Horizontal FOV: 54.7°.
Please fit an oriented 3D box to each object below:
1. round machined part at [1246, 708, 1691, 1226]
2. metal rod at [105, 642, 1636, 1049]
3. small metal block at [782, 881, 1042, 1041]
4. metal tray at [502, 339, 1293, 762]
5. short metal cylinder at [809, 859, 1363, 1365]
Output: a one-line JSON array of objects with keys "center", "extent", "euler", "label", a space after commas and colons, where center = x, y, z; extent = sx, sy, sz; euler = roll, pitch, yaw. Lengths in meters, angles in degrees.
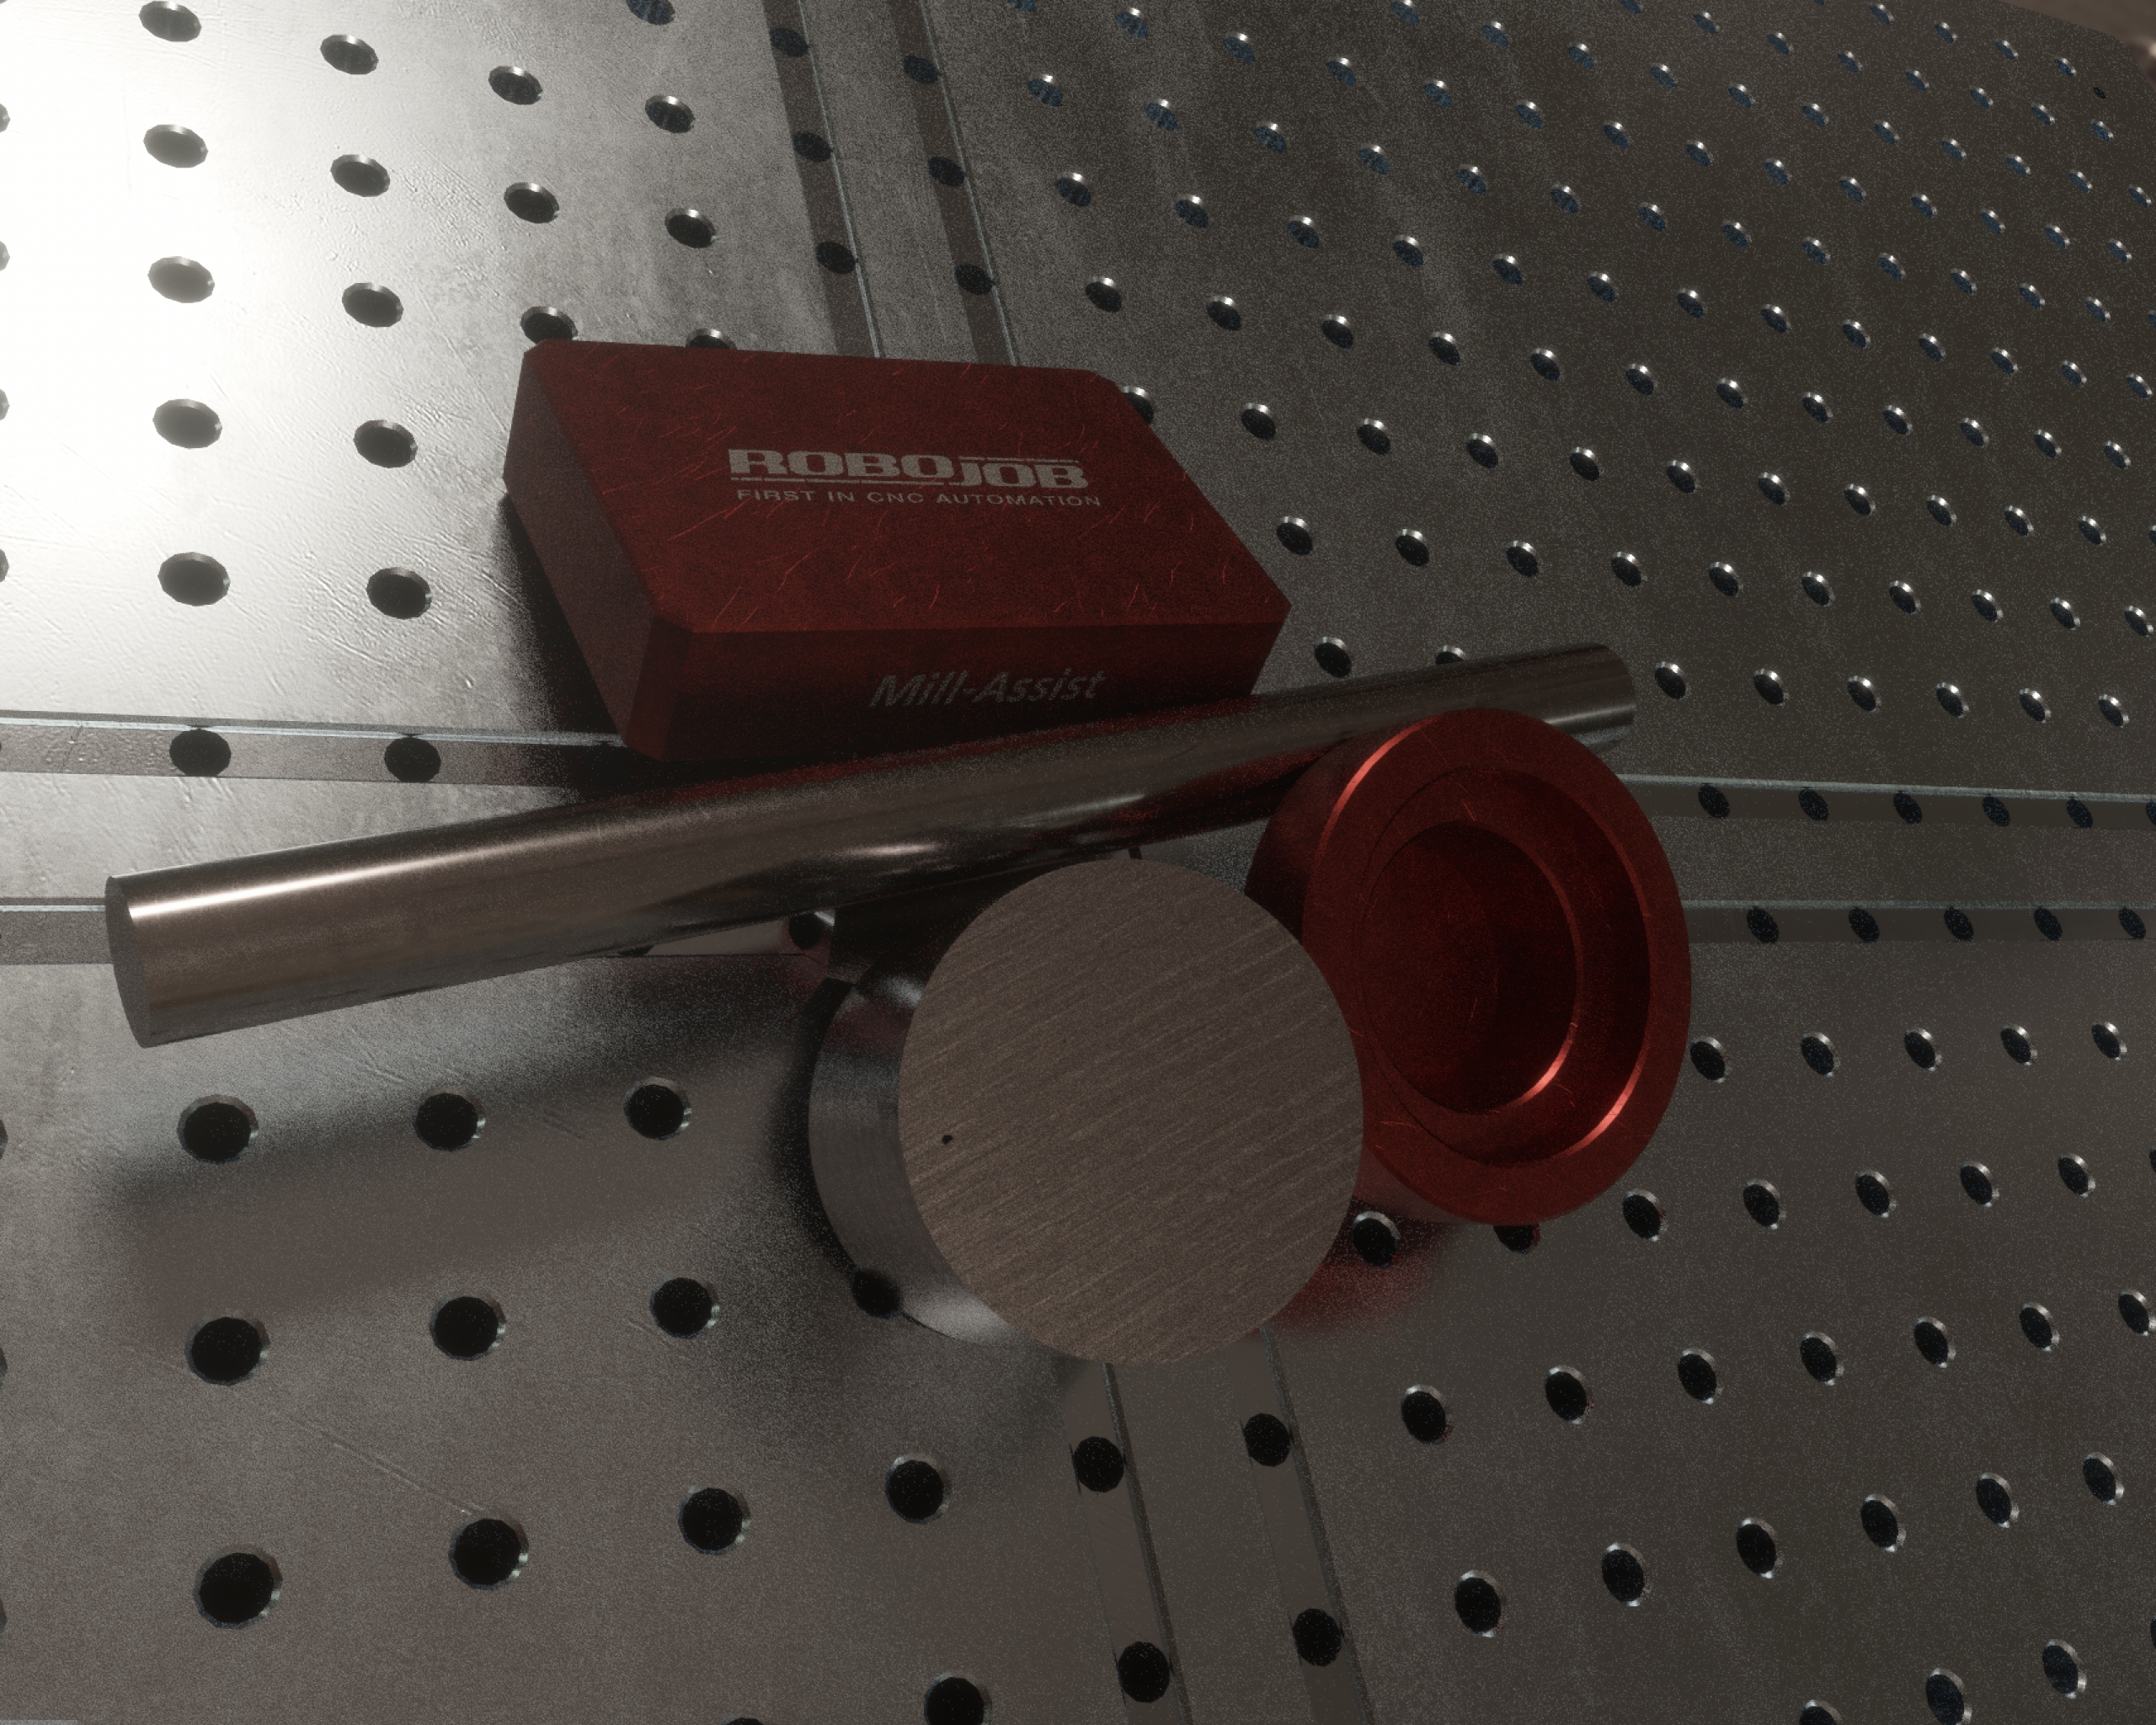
[{"center": [0.070, 0.021, 0.409], "extent": [0.099, 0.042, 0.097], "euler": [5, 81, -32], "label": "round machined part"}, {"center": [-0.010, -0.011, 0.378], "extent": [0.303, 0.025, 0.025], "euler": [-12, 68, -33], "label": "metal rod"}, {"center": [-0.025, 0.012, 0.399], "extent": [0.050, 0.025, 0.050], "euler": [17, 55, -19], "label": "small metal block"}, {"center": [-0.035, -0.063, 0.408], "extent": [0.131, 0.030, 0.090], "euler": [-5, 46, -31], "label": "metal tray"}, {"center": [0.000, 0.043, 0.352], "extent": [0.081, 0.050, 0.080], "euler": [4, 79, -22], "label": "short metal cylinder"}]
